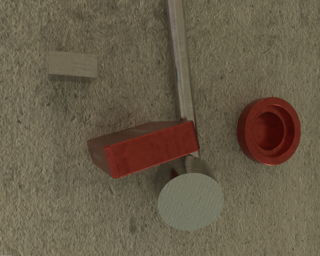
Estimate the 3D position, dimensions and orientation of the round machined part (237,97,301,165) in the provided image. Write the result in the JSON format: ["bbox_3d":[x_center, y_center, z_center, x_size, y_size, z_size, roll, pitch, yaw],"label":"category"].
[{"bbox_3d":[0.155,0.004,0.459,0.099,0.042,0.097,0,90,-21],"label":"round machined part"}]

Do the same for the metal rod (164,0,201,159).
[{"bbox_3d":[0.028,-0.090,0.420,0.025,0.025,0.298,-8,93,-20],"label":"metal rod"}]

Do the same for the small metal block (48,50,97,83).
[{"bbox_3d":[-0.102,-0.069,0.358,0.050,0.050,0.025,1,90,-20],"label":"small metal block"}]

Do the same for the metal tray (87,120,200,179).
[{"bbox_3d":[-0.026,0.018,0.345,0.091,0.130,0.030,-17,96,-20],"label":"metal tray"}]

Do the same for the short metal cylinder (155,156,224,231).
[{"bbox_3d":[0.035,0.082,0.395,0.081,0.050,0.079,-2,109,-5],"label":"short metal cylinder"}]
